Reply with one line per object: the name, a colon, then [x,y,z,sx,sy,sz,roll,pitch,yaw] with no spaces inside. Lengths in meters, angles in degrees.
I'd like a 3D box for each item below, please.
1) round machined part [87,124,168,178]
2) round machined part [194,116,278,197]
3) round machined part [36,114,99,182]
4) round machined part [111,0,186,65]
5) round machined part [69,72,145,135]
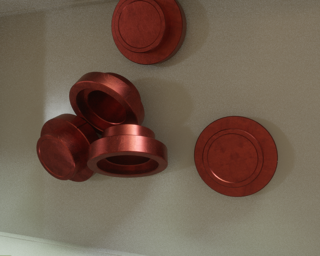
round machined part: [-0.040,0.028,0.390,0.098,0.098,0.042,-11,62,19]
round machined part: [0.089,0.034,0.370,0.098,0.042,0.097,0,90,19]
round machined part: [-0.130,0.033,0.427,0.098,0.042,0.097,13,118,25]
round machined part: [-0.019,-0.130,0.397,0.098,0.042,0.097,4,104,18]
round machined part: [-0.064,-0.033,0.405,0.098,0.042,0.097,17,140,15]
